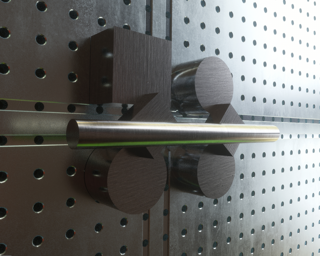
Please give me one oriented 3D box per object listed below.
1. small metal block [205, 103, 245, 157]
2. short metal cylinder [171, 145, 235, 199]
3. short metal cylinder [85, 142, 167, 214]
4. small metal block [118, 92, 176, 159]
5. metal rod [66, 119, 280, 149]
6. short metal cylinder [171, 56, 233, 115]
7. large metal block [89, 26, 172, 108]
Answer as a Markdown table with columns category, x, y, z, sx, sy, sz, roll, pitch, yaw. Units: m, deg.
| category | x | y | z | sx | sy | sz | roll | pitch | yaw |
| --- | --- | --- | --- | --- | --- | --- | --- | --- | --- |
| small metal block | 0.086 | 0.003 | 0.417 | 0.050 | 0.025 | 0.050 | 48 | 62 | -29 |
| short metal cylinder | 0.063 | 0.057 | 0.446 | 0.081 | 0.050 | 0.080 | 0 | 90 | -40 |
| short metal cylinder | -0.039 | 0.054 | 0.359 | 0.081 | 0.050 | 0.080 | 0 | 90 | -40 |
| small metal block | -0.011 | -0.003 | 0.335 | 0.050 | 0.025 | 0.050 | -48 | 118 | -29 |
| metal rod | 0.045 | 0.007 | 0.348 | 0.302 | 0.025 | 0.025 | 1 | 90 | -40 |
| short metal cylinder | 0.060 | -0.058 | 0.443 | 0.081 | 0.050 | 0.080 | 0 | 90 | -40 |
| large metal block | -0.033 | -0.065 | 0.364 | 0.081 | 0.050 | 0.080 | 2 | 89 | -40 |
